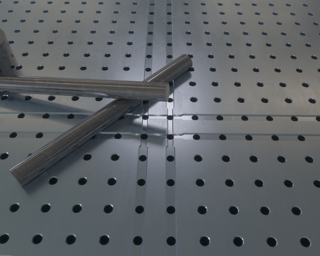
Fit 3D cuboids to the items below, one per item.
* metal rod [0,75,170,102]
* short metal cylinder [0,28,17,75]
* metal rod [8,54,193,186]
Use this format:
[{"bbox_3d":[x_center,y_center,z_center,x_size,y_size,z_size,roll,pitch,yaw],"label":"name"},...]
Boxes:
[{"bbox_3d":[-0.137,-0.058,0.433,0.301,0.025,0.025,4,50,12],"label":"metal rod"},{"bbox_3d":[-0.277,-0.117,0.488,0.081,0.050,0.080,0,50,0],"label":"short metal cylinder"},{"bbox_3d":[-0.062,-0.025,0.427,0.025,0.025,0.302,37,59,26],"label":"metal rod"}]
